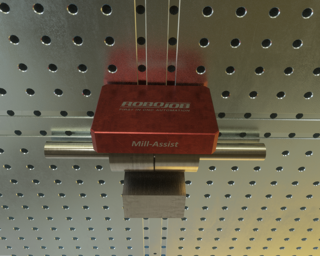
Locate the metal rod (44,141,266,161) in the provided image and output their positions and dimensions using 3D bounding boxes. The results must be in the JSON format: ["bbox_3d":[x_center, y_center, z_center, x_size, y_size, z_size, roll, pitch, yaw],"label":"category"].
[{"bbox_3d":[-0.006,0.032,0.434,0.302,0.025,0.025,1,130,-1],"label":"metal rod"}]

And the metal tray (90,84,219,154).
[{"bbox_3d":[-0.005,-0.012,0.353,0.131,0.090,0.030,1,130,-1],"label":"metal tray"}]

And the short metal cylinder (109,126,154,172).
[{"bbox_3d":[-0.033,0.014,0.384,0.050,0.080,0.079,0,130,-1],"label":"short metal cylinder"}]

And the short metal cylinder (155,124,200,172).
[{"bbox_3d":[0.020,0.014,0.384,0.050,0.080,0.079,1,130,-1],"label":"short metal cylinder"}]

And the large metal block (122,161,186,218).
[{"bbox_3d":[-0.008,0.078,0.437,0.081,0.080,0.050,1,130,-1],"label":"large metal block"}]
